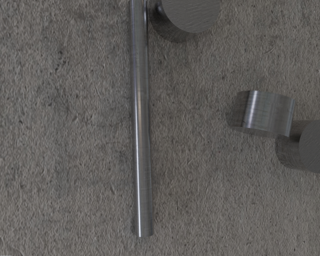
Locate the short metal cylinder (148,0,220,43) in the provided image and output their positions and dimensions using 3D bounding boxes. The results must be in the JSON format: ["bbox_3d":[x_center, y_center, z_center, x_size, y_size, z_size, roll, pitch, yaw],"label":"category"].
[{"bbox_3d":[0.031,-0.158,0.407,0.081,0.050,0.080,0,90,-20],"label":"short metal cylinder"}]

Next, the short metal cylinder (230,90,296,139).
[{"bbox_3d":[0.143,-0.017,0.433,0.081,0.080,0.050,14,86,-20],"label":"short metal cylinder"}]

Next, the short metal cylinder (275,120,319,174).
[{"bbox_3d":[0.228,0.027,0.480,0.081,0.050,0.080,0,90,-20],"label":"short metal cylinder"}]

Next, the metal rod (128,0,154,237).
[{"bbox_3d":[-0.024,-0.012,0.400,0.025,0.025,0.298,-2,91,-20],"label":"metal rod"}]
